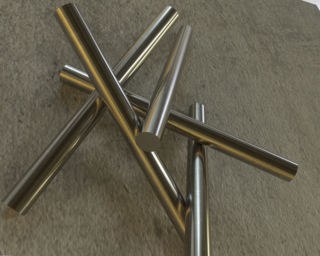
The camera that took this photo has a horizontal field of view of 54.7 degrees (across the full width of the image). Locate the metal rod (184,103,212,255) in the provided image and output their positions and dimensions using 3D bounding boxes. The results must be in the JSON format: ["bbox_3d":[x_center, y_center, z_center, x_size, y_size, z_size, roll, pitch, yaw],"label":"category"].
[{"bbox_3d":[0.041,0.072,0.339,0.025,0.025,0.300,24,39,-14],"label":"metal rod"}]

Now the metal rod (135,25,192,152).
[{"bbox_3d":[0.016,-0.076,0.414,0.025,0.025,0.301,30,37,-10],"label":"metal rod"}]

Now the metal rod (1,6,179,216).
[{"bbox_3d":[-0.061,-0.039,0.350,0.025,0.025,0.301,36,65,-5],"label":"metal rod"}]

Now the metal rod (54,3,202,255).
[{"bbox_3d":[-0.025,0.010,0.331,0.025,0.025,0.299,-34,98,-38],"label":"metal rod"}]

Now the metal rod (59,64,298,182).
[{"bbox_3d":[0.020,-0.007,0.377,0.301,0.025,0.025,24,52,3],"label":"metal rod"}]
